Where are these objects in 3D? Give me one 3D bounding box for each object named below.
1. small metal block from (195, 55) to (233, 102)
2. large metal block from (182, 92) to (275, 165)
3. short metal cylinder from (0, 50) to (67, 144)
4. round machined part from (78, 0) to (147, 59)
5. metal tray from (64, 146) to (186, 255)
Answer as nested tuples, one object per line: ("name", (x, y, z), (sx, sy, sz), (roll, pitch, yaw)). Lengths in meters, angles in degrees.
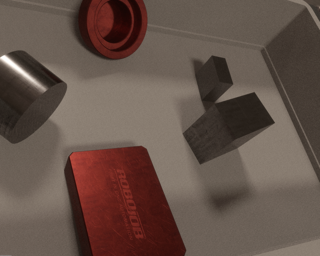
("small metal block", (0.083, -0.076, 0.483), (0.025, 0.050, 0.050), (5, 60, -26))
("large metal block", (0.092, 0.001, 0.421), (0.081, 0.080, 0.050), (-18, 71, -35))
("short metal cylinder", (-0.141, -0.031, 0.313), (0.050, 0.080, 0.080), (39, 51, -3))
("round machined part", (-0.068, -0.147, 0.426), (0.099, 0.097, 0.042), (-22, 34, -36))
("metal tray", (-0.039, 0.083, 0.319), (0.091, 0.030, 0.130), (-4, 54, -30))
